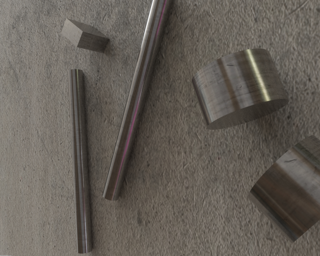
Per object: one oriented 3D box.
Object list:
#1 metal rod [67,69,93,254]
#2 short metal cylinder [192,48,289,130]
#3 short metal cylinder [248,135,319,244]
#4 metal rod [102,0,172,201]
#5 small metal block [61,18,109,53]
[{"bbox_3d":[-0.133,0.052,0.514,0.025,0.025,0.298,-6,86,40],"label":"metal rod"},{"bbox_3d":[0.077,-0.035,0.305,0.080,0.081,0.050,-26,74,37],"label":"short metal cylinder"},{"bbox_3d":[0.124,0.052,0.267,0.050,0.081,0.080,48,119,29],"label":"short metal cylinder"},{"bbox_3d":[-0.034,-0.037,0.432,0.025,0.025,0.298,26,106,37],"label":"metal rod"},{"bbox_3d":[-0.117,-0.144,0.485,0.050,0.050,0.025,42,116,32],"label":"small metal block"}]
